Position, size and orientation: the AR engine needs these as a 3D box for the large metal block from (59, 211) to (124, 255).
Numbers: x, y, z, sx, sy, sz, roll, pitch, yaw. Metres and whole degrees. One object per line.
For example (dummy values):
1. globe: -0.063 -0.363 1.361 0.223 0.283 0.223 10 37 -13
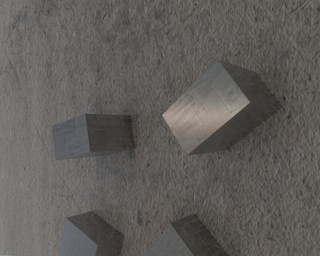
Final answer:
1. large metal block: -0.108 0.188 0.478 0.080 0.050 0.079 22 104 38

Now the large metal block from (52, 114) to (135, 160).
1. large metal block: -0.096 0.014 0.448 0.080 0.081 0.050 -15 81 39

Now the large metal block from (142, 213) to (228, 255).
1. large metal block: 0.030 0.162 0.364 0.080 0.050 0.080 49 119 28

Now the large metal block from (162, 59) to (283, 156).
1. large metal block: 0.064 -0.017 0.316 0.080 0.081 0.050 -44 64 31
